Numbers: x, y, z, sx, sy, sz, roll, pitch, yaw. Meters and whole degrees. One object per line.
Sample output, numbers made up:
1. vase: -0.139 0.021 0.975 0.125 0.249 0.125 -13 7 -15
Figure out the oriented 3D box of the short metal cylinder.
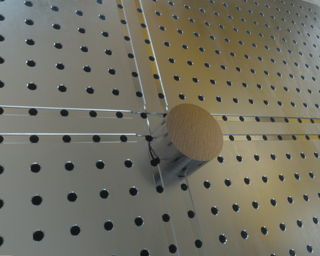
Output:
1. short metal cylinder: 0.034 0.015 0.400 0.081 0.050 0.080 13 56 -21
